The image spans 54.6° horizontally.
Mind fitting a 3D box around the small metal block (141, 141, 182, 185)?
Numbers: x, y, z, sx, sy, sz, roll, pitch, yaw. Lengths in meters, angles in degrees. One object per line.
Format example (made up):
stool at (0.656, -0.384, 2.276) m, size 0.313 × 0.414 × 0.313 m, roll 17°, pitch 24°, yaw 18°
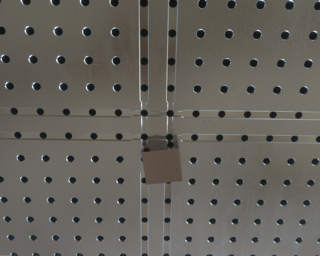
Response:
small metal block at (0.003, 0.048, 0.431) m, size 0.050 × 0.025 × 0.050 m, roll -6°, pitch 110°, yaw 2°
